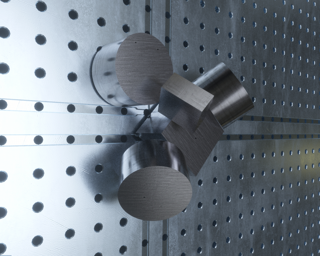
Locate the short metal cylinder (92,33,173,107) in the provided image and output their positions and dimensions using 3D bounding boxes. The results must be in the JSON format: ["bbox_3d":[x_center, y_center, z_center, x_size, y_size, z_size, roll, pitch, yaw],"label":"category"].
[{"bbox_3d":[-0.031,-0.066,0.363,0.081,0.050,0.079,0,90,-40],"label":"short metal cylinder"}]

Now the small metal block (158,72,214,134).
[{"bbox_3d":[0.027,-0.027,0.347,0.050,0.050,0.025,33,64,12],"label":"small metal block"}]

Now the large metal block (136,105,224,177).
[{"bbox_3d":[0.029,0.005,0.410,0.080,0.050,0.080,52,60,-28],"label":"large metal block"}]

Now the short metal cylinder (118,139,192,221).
[{"bbox_3d":[-0.007,0.060,0.356,0.081,0.050,0.079,-2,121,-4],"label":"short metal cylinder"}]

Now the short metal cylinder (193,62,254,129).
[{"bbox_3d":[0.086,-0.045,0.432,0.050,0.080,0.080,-35,118,8],"label":"short metal cylinder"}]
